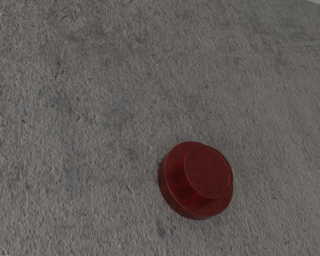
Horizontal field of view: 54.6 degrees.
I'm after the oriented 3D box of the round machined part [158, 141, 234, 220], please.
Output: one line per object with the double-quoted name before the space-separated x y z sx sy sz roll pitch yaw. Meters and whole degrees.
"round machined part" 0.050 0.060 0.383 0.099 0.042 0.098 13 56 -21
